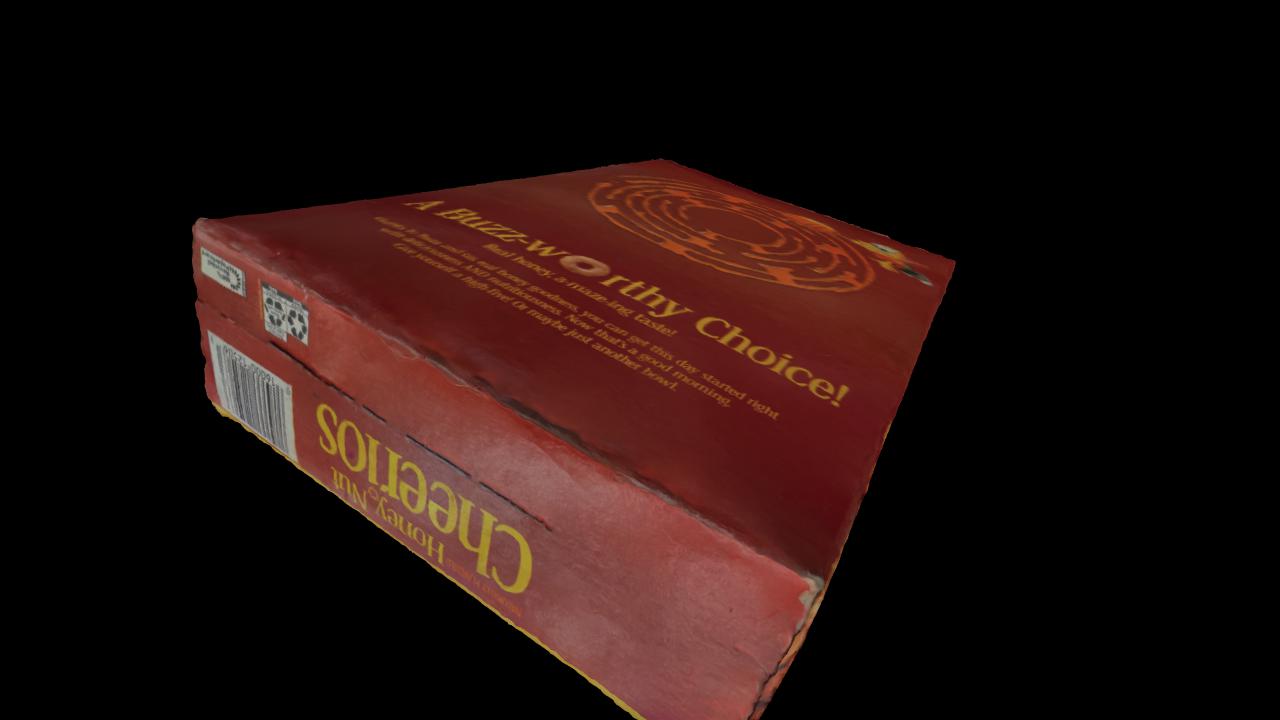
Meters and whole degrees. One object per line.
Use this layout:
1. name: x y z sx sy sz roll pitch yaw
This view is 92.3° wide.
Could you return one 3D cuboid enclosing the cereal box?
1. cereal box: 0.017 -0.020 0.282 0.203 0.081 0.306 26 30 20
